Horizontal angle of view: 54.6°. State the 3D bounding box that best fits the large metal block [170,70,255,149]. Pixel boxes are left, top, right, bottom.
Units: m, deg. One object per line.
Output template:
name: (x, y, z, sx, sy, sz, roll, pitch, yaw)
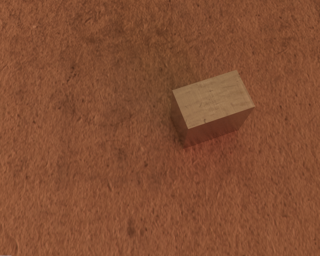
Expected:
large metal block: (0.060, -0.020, 0.387, 0.080, 0.080, 0.050, -19, 71, -7)
